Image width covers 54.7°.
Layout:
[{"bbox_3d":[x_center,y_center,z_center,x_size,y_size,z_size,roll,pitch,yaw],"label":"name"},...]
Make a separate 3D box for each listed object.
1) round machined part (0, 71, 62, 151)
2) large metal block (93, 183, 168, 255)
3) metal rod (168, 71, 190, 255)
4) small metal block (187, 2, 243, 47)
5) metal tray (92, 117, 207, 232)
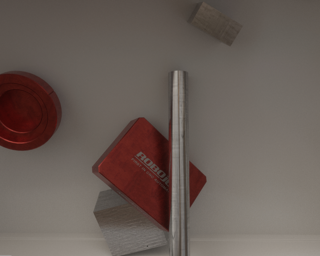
[{"bbox_3d":[-0.173,-0.024,0.391,0.099,0.042,0.097,0,110,-1],"label":"round machined part"},{"bbox_3d":[-0.039,0.129,0.445,0.080,0.050,0.080,-15,110,5],"label":"large metal block"},{"bbox_3d":[0.023,0.080,0.375,0.025,0.025,0.298,0,85,-1],"label":"metal rod"},{"bbox_3d":[0.061,-0.119,0.355,0.050,0.050,0.025,27,108,-10],"label":"small metal block"},{"bbox_3d":[-0.010,0.061,0.404,0.130,0.030,0.090,44,65,-15],"label":"metal tray"}]
